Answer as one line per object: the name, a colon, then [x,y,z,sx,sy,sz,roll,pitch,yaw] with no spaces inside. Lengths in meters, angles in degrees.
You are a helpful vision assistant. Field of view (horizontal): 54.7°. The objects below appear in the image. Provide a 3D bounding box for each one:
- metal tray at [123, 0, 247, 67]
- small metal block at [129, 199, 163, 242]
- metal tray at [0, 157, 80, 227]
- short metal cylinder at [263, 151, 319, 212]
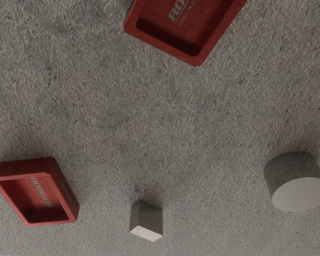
metal tray: [0.033,-0.131,0.292,0.091,0.030,0.129,22,127,-18]
small metal block: [-0.023,0.157,0.524,0.050,0.050,0.025,31,124,-24]
metal tray: [-0.192,0.105,0.491,0.090,0.030,0.129,-7,130,5]
short metal cylinder: [0.201,0.080,0.462,0.081,0.050,0.079,0,130,0]
